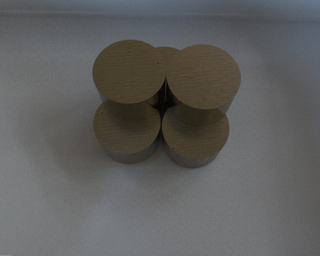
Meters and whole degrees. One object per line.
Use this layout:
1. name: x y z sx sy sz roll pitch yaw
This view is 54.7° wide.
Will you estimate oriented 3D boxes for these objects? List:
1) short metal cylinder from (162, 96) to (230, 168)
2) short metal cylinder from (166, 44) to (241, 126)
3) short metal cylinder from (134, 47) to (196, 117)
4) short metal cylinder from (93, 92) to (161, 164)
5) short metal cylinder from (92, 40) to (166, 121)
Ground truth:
1. short metal cylinder: 0.043 0.006 0.392 0.081 0.050 0.080 0 70 0
2. short metal cylinder: 0.047 -0.049 0.359 0.081 0.050 0.080 0 70 0
3. short metal cylinder: 0.006 -0.061 0.417 0.081 0.050 0.080 0 70 0
4. short metal cylinder: -0.039 0.001 0.394 0.081 0.050 0.080 0 70 0
5. short metal cylinder: -0.033 -0.055 0.361 0.081 0.050 0.080 0 70 0
